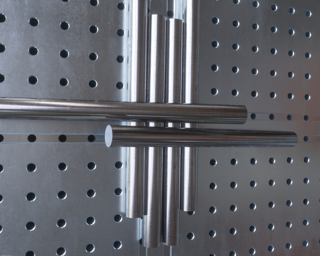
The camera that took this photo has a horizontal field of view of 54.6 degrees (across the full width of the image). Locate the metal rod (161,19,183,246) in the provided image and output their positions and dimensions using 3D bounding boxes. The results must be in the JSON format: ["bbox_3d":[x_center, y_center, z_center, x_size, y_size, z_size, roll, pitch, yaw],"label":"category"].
[{"bbox_3d":[0.016,0.005,0.419,0.025,0.025,0.298,1,90,-20],"label":"metal rod"}]

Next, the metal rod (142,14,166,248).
[{"bbox_3d":[-0.008,0.004,0.408,0.025,0.025,0.298,1,90,-20],"label":"metal rod"}]

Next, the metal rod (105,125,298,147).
[{"bbox_3d":[0.075,0.013,0.418,0.302,0.025,0.025,2,90,-29],"label":"metal rod"}]

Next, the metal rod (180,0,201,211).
[{"bbox_3d":[0.041,-0.038,0.427,0.025,0.025,0.298,1,90,-20],"label":"metal rod"}]

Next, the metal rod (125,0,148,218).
[{"bbox_3d":[-0.030,-0.037,0.400,0.025,0.025,0.298,1,90,-20],"label":"metal rod"}]

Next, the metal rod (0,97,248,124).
[{"bbox_3d":[-0.040,-0.020,0.373,0.302,0.025,0.025,1,90,-11],"label":"metal rod"}]
